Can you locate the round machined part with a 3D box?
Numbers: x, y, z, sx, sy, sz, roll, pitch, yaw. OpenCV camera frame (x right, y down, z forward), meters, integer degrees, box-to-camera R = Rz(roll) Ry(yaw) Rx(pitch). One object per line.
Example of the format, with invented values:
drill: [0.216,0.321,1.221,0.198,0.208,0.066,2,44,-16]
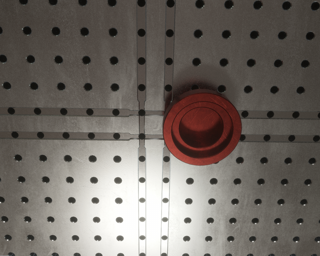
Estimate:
round machined part: [0.052,-0.004,0.404,0.099,0.042,0.097,0,110,-1]
